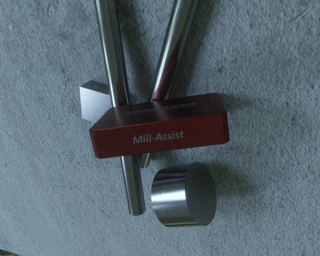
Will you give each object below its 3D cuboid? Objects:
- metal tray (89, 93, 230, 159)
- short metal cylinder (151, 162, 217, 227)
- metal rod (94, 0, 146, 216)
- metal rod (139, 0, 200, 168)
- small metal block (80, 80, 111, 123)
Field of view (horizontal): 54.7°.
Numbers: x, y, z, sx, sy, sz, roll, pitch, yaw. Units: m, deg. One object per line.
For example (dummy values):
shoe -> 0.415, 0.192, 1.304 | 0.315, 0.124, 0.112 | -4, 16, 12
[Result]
metal tray -> 0.002, -0.005, 0.330 | 0.131, 0.090, 0.030 | -7, 107, 7
short metal cylinder -> 0.033, 0.088, 0.407 | 0.050, 0.080, 0.080 | -15, 111, 34
metal rod -> -0.048, -0.017, 0.397 | 0.025, 0.025, 0.298 | 5, 114, 25
metal rod -> 0.008, -0.065, 0.361 | 0.025, 0.025, 0.298 | 26, 127, 12
small metal block -> -0.080, -0.033, 0.427 | 0.050, 0.025, 0.050 | 17, 125, 18
